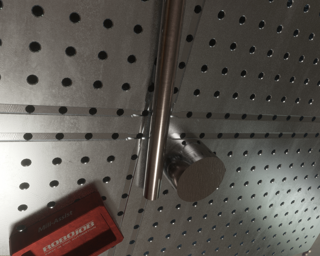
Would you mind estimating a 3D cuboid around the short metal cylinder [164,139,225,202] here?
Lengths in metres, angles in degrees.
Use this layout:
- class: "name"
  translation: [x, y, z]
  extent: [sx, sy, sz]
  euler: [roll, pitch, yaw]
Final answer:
- class: "short metal cylinder"
  translation: [0.049, 0.063, 0.463]
  extent: [0.081, 0.050, 0.079]
  euler: [-14, 125, -21]

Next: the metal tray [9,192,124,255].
- class: "metal tray"
  translation: [-0.127, 0.157, 0.436]
  extent: [0.131, 0.030, 0.090]
  euler: [-27, 128, -12]

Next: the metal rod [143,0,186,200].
- class: "metal rod"
  translation: [0.003, -0.029, 0.396]
  extent: [0.025, 0.025, 0.298]
  euler: [-8, 122, -25]
